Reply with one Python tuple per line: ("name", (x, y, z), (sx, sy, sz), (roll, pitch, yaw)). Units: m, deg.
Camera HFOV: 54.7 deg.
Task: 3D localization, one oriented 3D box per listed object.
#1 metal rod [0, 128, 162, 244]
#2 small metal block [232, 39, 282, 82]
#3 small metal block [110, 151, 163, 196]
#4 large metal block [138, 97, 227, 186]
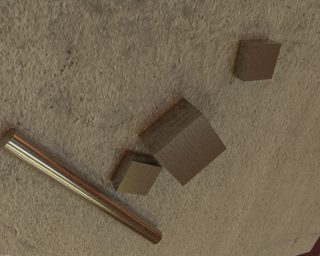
("metal rod", (-0.084, 0.096, 0.421), (0.025, 0.025, 0.300), (-42, 130, 0))
("small metal block", (0.132, -0.093, 0.424), (0.050, 0.025, 0.050), (-9, 123, -24))
("small metal block", (-0.033, 0.064, 0.430), (0.050, 0.025, 0.050), (18, 109, -36))
("large metal block", (0.032, 0.020, 0.422), (0.080, 0.050, 0.080), (-41, 130, -1))
